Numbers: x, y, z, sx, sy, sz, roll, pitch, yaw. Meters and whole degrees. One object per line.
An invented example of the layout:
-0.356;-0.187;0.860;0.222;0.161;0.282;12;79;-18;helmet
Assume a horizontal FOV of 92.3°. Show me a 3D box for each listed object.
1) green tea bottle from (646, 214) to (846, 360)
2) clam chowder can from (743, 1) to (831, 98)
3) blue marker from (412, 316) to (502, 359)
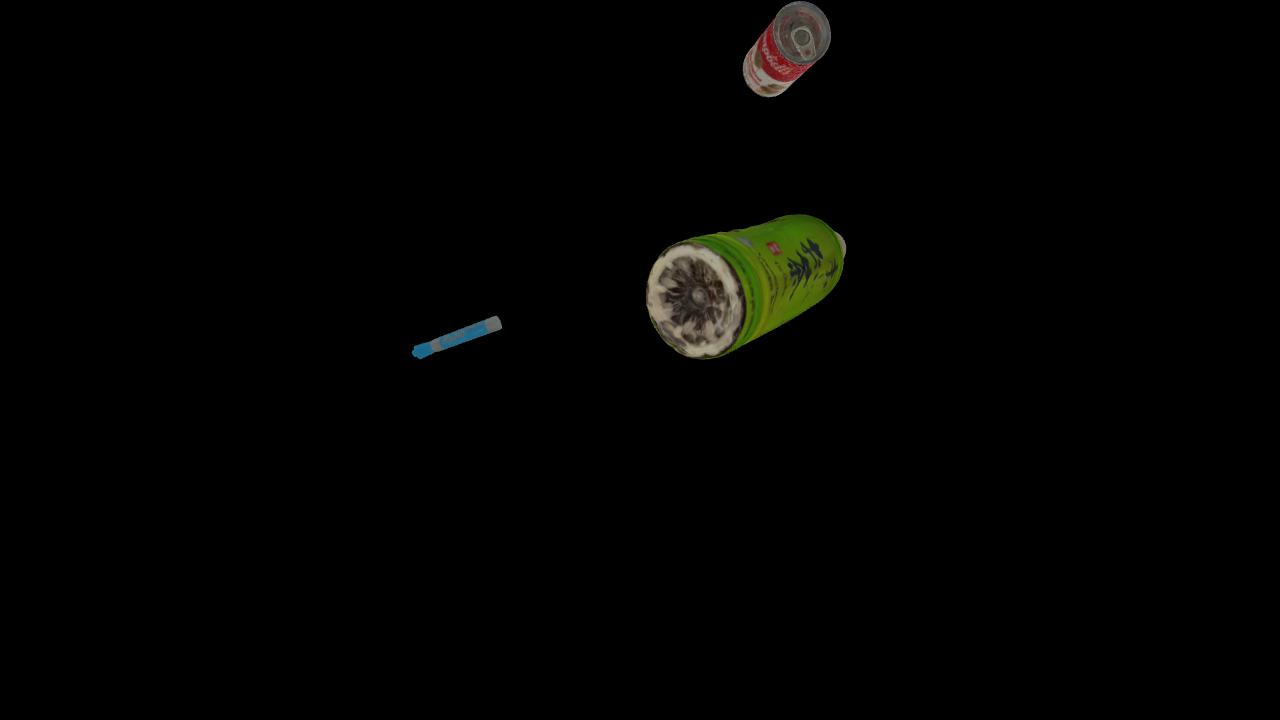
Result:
0.089;-0.060;0.420;0.073;0.073;0.212;0;16;36;green tea bottle
0.167;-0.357;0.716;0.068;0.068;0.102;0;3;-10;clam chowder can
-0.235;-0.028;0.785;0.121;0.020;0.020;-19;-2;7;blue marker
